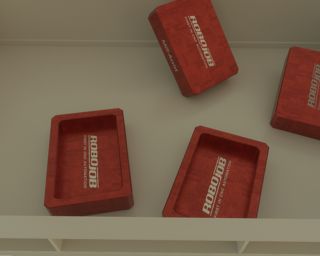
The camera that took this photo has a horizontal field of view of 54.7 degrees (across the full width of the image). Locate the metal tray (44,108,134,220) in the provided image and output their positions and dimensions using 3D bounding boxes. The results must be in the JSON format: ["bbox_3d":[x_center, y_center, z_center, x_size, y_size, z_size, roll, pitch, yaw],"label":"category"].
[{"bbox_3d":[-0.083,0.037,0.369,0.091,0.030,0.130,-7,50,-6],"label":"metal tray"}]

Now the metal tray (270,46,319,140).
[{"bbox_3d":[0.213,-0.050,0.430,0.090,0.030,0.130,16,62,13],"label":"metal tray"}]

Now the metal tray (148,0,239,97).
[{"bbox_3d":[0.051,-0.121,0.450,0.091,0.030,0.129,-29,101,-22],"label":"metal tray"}]

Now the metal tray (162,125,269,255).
[{"bbox_3d":[0.065,0.063,0.348,0.090,0.030,0.130,16,52,13],"label":"metal tray"}]
